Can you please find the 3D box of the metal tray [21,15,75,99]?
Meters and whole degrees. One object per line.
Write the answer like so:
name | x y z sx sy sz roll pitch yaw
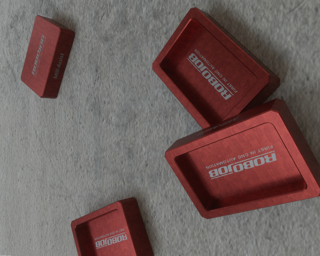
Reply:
metal tray | -0.209 -0.130 0.571 0.090 0.030 0.129 35 111 34

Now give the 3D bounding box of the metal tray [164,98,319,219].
metal tray | 0.079 0.037 0.312 0.130 0.030 0.090 -25 100 36

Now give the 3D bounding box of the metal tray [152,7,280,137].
metal tray | 0.057 -0.062 0.353 0.090 0.030 0.130 -52 60 27

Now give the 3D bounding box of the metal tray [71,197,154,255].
metal tray | -0.076 0.166 0.461 0.130 0.030 0.090 -30 71 35
